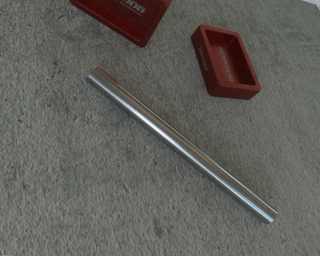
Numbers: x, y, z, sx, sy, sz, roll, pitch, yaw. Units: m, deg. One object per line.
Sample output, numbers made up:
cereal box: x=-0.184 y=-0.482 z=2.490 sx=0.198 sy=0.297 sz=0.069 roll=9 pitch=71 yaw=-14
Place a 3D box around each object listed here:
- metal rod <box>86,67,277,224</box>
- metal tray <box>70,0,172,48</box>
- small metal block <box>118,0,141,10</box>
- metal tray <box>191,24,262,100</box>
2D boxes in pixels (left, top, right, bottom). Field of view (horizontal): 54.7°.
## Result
metal rod: x=0.030 y=0.024 z=0.406 sx=0.300 sy=0.025 sz=0.025 roll=39 pitch=51 yaw=-2
metal tray: x=-0.058 y=-0.186 z=0.445 sx=0.130 sy=0.090 sz=0.030 roll=31 pitch=52 yaw=-9
small metal block: x=-0.053 y=-0.234 z=0.519 sx=0.050 sy=0.025 sz=0.050 roll=33 pitch=51 yaw=-7
metal tray: x=0.112 y=-0.113 z=0.531 sx=0.091 sy=0.030 sz=0.130 roll=2 pitch=61 yaw=-28
